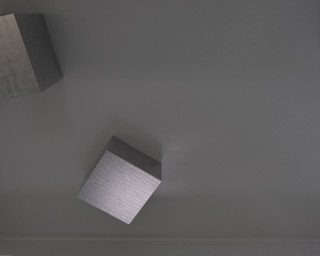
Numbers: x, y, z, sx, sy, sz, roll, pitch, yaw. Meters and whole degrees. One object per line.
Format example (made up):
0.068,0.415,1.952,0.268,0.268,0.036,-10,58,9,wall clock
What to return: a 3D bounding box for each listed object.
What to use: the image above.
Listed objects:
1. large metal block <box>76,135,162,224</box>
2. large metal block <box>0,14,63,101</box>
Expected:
-0.054,0.070,0.423,0.080,0.050,0.080,31,107,-11,large metal block
-0.157,-0.083,0.350,0.050,0.080,0.079,-11,110,4,large metal block
